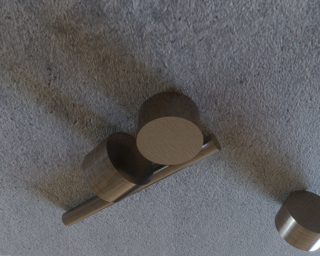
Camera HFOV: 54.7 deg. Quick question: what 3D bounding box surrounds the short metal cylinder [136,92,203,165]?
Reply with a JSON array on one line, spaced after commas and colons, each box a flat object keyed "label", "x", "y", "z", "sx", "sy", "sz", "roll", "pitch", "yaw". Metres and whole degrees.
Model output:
[{"label": "short metal cylinder", "x": 0.012, "y": 0.001, "z": 0.392, "sx": 0.081, "sy": 0.050, "sz": 0.079, "roll": 0, "pitch": 130, "yaw": 0}]

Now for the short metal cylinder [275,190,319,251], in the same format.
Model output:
[{"label": "short metal cylinder", "x": 0.235, "y": 0.148, "z": 0.500, "sx": 0.081, "sy": 0.080, "sz": 0.050, "roll": 6, "pitch": 130, "yaw": -5}]

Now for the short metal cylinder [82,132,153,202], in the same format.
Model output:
[{"label": "short metal cylinder", "x": -0.055, "y": 0.052, "z": 0.415, "sx": 0.080, "sy": 0.080, "sz": 0.050, "roll": 37, "pitch": 121, "yaw": -27}]

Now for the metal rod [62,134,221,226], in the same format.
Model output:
[{"label": "metal rod", "x": -0.042, "y": 0.089, "z": 0.482, "sx": 0.300, "sy": 0.025, "sz": 0.025, "roll": -30, "pitch": 124, "yaw": 23}]
